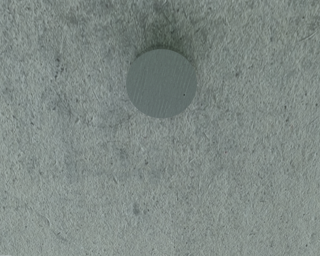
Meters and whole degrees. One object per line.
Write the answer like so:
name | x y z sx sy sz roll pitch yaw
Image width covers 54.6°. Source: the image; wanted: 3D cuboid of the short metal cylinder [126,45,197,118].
short metal cylinder | 0.002 -0.057 0.375 0.080 0.050 0.079 0 110 0
